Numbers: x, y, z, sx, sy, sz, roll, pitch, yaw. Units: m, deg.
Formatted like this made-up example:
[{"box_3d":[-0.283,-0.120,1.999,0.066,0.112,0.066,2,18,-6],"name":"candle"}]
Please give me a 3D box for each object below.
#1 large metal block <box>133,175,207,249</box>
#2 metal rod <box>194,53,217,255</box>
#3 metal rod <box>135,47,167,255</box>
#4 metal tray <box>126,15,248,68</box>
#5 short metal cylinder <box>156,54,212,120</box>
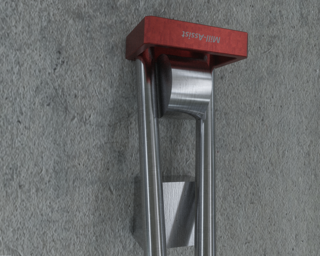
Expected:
[{"box_3d":[0.011,0.105,0.400,0.081,0.050,0.079,2,90,-20],"name":"large metal block"},{"box_3d":[0.056,0.046,0.383,0.025,0.025,0.299,9,72,-20],"name":"metal rod"},{"box_3d":[-0.011,0.042,0.359,0.025,0.025,0.299,2,74,-20],"name":"metal rod"},{"box_3d":[0.031,-0.102,0.388,0.131,0.090,0.030,2,90,-20],"name":"metal tray"},{"box_3d":[0.023,-0.050,0.391,0.050,0.080,0.079,2,90,-21],"name":"short metal cylinder"}]
